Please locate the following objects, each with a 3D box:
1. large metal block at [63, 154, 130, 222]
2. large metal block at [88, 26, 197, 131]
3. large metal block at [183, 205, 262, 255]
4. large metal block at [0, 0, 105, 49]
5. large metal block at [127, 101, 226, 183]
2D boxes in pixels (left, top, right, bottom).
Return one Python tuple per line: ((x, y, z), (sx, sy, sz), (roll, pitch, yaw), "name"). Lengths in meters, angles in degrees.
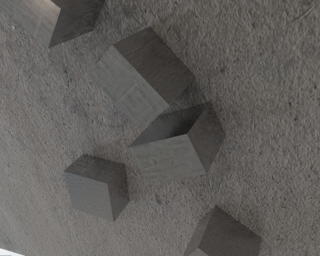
((-0.101, 0.096, 0.503), (0.080, 0.050, 0.079), (11, 123, 22), "large metal block")
((-0.016, -0.057, 0.344), (0.080, 0.080, 0.050), (47, 129, -5), "large metal block")
((0.087, 0.170, 0.431), (0.080, 0.080, 0.050), (36, 129, 4), "large metal block")
((-0.122, -0.144, 0.347), (0.080, 0.080, 0.050), (39, 129, 2), "large metal block")
((0.022, 0.016, 0.370), (0.080, 0.080, 0.050), (-15, 111, 34), "large metal block")
